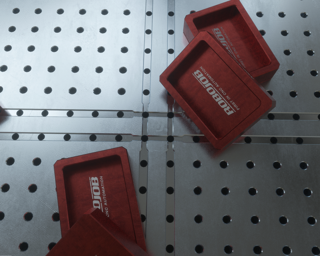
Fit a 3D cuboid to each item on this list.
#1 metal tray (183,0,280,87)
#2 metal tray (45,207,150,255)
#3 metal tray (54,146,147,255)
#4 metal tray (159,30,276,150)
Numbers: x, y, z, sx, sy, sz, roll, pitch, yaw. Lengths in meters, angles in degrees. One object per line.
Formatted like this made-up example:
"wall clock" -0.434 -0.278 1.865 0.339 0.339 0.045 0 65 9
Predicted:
"metal tray" 0.101 -0.119 0.453 0.090 0.030 0.130 -21 71 -8
"metal tray" -0.083 0.161 0.324 0.090 0.030 0.130 42 91 4
"metal tray" -0.072 0.095 0.373 0.091 0.030 0.130 -12 70 -5
"metal tray" 0.071 -0.049 0.401 0.090 0.030 0.130 -45 73 24
